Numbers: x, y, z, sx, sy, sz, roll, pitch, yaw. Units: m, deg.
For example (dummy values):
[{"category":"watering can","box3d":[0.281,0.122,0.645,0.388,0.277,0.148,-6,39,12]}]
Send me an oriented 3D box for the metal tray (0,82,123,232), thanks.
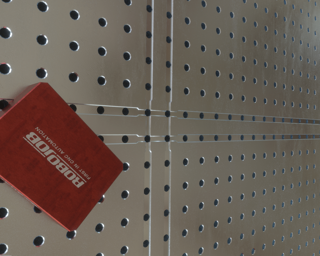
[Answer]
[{"category":"metal tray","box3d":[-0.108,0.030,0.315,0.130,0.030,0.090,52,60,-27]}]
